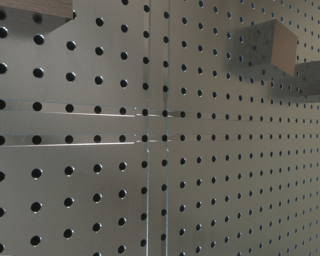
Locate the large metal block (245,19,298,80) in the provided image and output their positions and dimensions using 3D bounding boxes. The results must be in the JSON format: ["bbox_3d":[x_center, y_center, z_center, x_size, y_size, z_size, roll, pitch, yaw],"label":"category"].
[{"bbox_3d":[0.206,-0.140,0.569,0.081,0.050,0.080,15,81,-39],"label":"large metal block"}]

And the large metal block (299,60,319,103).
[{"bbox_3d":[0.361,-0.102,0.681,0.050,0.080,0.080,19,78,-39],"label":"large metal block"}]

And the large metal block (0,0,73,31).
[{"bbox_3d":[-0.131,-0.141,0.284,0.081,0.050,0.079,-4,93,-40],"label":"large metal block"}]
